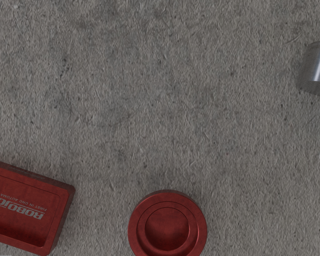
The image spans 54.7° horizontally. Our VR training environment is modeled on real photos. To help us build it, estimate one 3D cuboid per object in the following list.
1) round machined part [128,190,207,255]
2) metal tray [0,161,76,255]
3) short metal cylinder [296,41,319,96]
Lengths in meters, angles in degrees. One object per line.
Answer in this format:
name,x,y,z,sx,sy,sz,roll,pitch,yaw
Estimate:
round machined part,0.009,0.128,0.402,0.099,0.042,0.097,0,90,0
metal tray,-0.189,0.102,0.405,0.131,0.030,0.090,19,90,0
short metal cylinder,0.218,-0.069,0.384,0.080,0.080,0.050,17,90,0
